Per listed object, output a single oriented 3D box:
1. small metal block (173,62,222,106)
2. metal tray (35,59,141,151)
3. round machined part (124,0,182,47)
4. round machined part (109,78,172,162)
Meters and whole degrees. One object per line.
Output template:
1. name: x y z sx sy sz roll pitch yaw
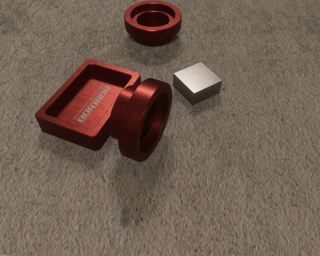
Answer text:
1. small metal block: 0.055 -0.066 0.460 0.050 0.025 0.050 -26 55 -21
2. metal tray: -0.094 -0.037 0.429 0.090 0.030 0.130 19 52 14
3. round machined part: -0.012 -0.180 0.543 0.099 0.042 0.098 0 50 0
4. round machined part: -0.025 -0.013 0.366 0.042 0.097 0.098 20 53 16
